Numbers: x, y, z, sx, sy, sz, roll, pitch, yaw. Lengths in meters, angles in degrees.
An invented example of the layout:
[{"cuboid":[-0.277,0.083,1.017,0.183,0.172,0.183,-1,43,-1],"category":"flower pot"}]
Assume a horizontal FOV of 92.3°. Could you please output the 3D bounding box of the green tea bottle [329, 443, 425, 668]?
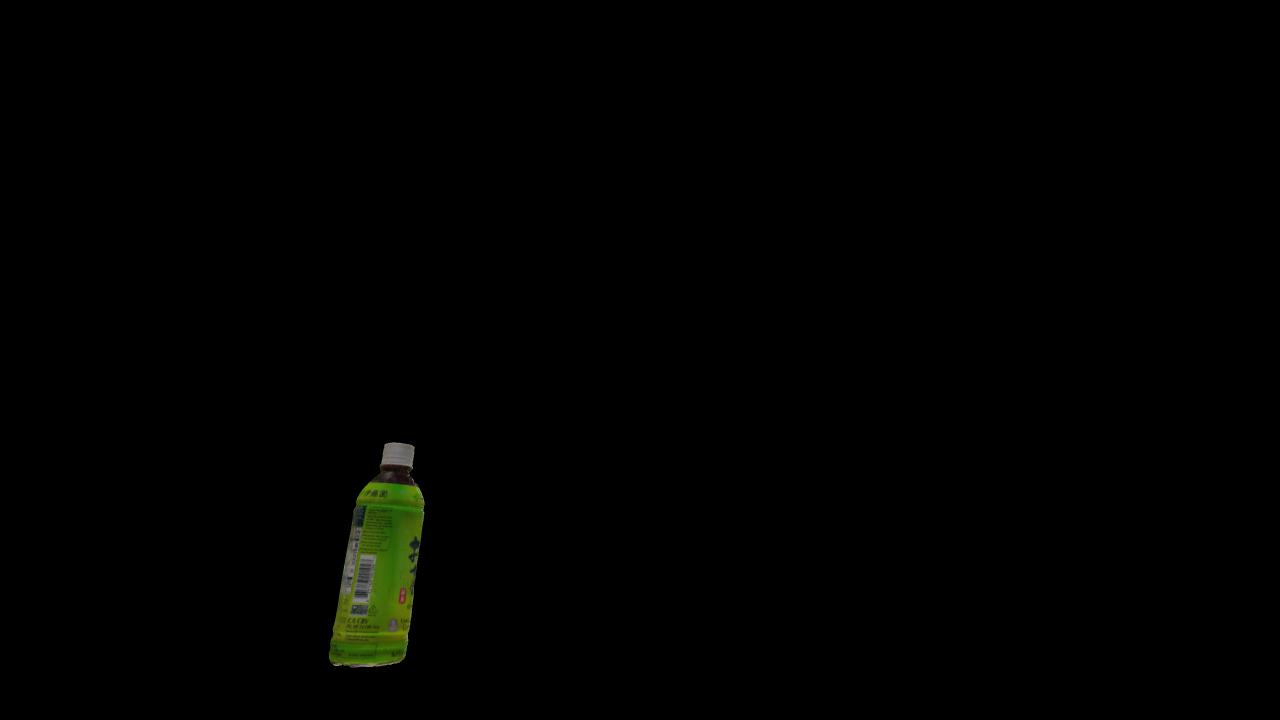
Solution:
[{"cuboid":[-0.259,0.190,0.621,0.073,0.212,0.073,2,-18,1],"category":"green tea bottle"}]
